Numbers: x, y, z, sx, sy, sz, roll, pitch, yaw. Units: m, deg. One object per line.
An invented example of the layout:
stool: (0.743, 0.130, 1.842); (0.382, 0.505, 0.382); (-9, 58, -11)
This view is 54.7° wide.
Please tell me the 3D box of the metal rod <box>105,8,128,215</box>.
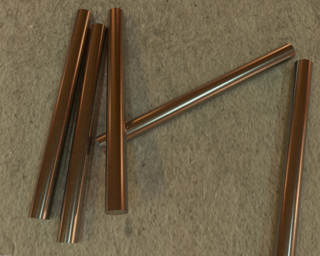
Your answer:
metal rod: (-0.057, -0.041, 0.401); (0.025, 0.025, 0.299); (-4, 62, -2)

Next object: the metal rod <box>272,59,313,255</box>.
metal rod: (0.169, 0.045, 0.393); (0.025, 0.025, 0.299); (13, 70, 4)

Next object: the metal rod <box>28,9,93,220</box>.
metal rod: (-0.129, -0.032, 0.418); (0.025, 0.025, 0.299); (5, 70, 1)

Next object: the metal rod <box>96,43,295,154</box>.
metal rod: (0.056, -0.045, 0.425); (0.302, 0.025, 0.025); (-27, 73, -10)

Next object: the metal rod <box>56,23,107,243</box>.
metal rod: (-0.099, -0.008, 0.409); (0.025, 0.025, 0.299); (3, 70, 1)
